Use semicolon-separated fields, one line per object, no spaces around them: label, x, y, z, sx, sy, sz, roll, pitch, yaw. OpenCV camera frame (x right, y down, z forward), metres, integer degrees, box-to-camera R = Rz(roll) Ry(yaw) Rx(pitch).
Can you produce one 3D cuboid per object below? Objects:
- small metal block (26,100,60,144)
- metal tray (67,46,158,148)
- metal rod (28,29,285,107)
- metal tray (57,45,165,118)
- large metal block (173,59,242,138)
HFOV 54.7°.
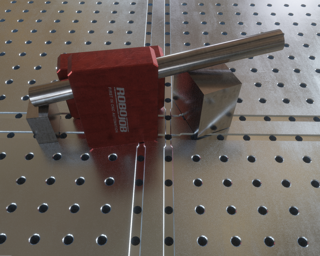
small metal block;-0.150;-0.016;0.402;0.025;0.050;0.050;-6;51;-6
metal tray;-0.049;-0.030;0.364;0.091;0.129;0.030;-7;51;-7
metal rod;-0.004;-0.071;0.369;0.302;0.025;0.025;-13;51;1
metal tray;-0.060;-0.059;0.413;0.131;0.089;0.030;-7;52;-6
large metal block;0.058;-0.048;0.412;0.050;0.080;0.080;-18;53;-15
